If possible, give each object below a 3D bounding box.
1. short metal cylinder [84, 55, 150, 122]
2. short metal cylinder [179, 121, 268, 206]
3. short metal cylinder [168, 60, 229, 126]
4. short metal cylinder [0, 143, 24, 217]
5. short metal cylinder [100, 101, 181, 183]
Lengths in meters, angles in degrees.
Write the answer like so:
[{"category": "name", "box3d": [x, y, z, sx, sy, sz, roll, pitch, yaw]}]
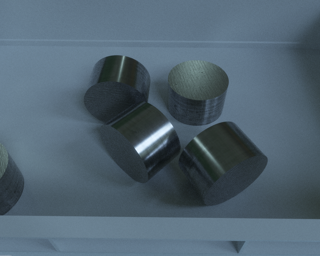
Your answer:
[{"category": "short metal cylinder", "box3d": [-0.055, -0.048, 0.410, 0.080, 0.080, 0.050, 3, 50, 2]}, {"category": "short metal cylinder", "box3d": [0.068, 0.039, 0.337, 0.081, 0.080, 0.050, -23, 54, -18]}, {"category": "short metal cylinder", "box3d": [0.051, -0.049, 0.430, 0.080, 0.050, 0.080, 0, 50, 0]}, {"category": "short metal cylinder", "box3d": [-0.199, 0.057, 0.339, 0.080, 0.050, 0.080, 0, 50, 0]}, {"category": "short metal cylinder", "box3d": [-0.023, 0.016, 0.356, 0.080, 0.080, 0.050, 37, 59, 27]}]
